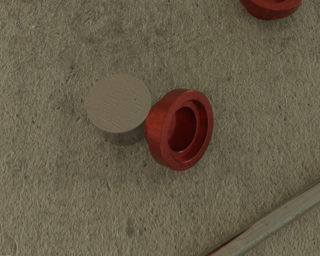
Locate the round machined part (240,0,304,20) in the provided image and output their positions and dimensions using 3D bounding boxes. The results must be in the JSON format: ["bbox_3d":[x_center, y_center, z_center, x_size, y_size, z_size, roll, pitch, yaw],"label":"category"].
[{"bbox_3d":[0.169,-0.207,0.476,0.099,0.042,0.098,0,70,0],"label":"round machined part"}]

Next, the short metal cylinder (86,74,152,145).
[{"bbox_3d":[-0.050,-0.023,0.401,0.080,0.050,0.080,0,69,2],"label":"short metal cylinder"}]

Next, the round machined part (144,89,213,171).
[{"bbox_3d":[0.020,0.000,0.379,0.042,0.098,0.098,15,67,42],"label":"round machined part"}]

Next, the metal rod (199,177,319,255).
[{"bbox_3d":[0.127,0.115,0.367,0.302,0.025,0.025,-29,73,-10],"label":"metal rod"}]
